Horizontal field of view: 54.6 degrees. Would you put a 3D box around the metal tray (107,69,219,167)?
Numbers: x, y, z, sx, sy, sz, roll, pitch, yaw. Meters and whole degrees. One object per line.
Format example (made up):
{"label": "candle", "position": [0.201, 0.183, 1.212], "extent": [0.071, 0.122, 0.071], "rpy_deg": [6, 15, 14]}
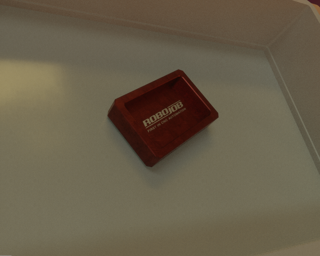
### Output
{"label": "metal tray", "position": [0.008, -0.018, 0.413], "extent": [0.131, 0.030, 0.090], "rpy_deg": [-32, 80, -38]}
